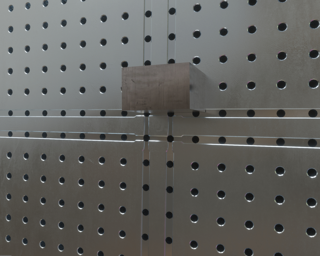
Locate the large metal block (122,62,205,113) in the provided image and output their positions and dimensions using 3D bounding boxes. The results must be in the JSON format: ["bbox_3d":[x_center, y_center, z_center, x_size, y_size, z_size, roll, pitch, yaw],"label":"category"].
[{"bbox_3d":[0.008,-0.045,0.381,0.080,0.080,0.050,0,90,20],"label":"large metal block"}]
